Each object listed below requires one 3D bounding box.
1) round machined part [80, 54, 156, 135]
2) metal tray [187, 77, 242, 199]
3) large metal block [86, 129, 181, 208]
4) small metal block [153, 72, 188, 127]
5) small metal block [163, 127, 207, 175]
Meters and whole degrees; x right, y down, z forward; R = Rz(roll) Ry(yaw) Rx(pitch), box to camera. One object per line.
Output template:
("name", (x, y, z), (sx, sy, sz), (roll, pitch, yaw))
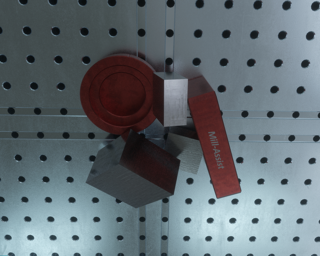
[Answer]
("round machined part", (-0.046, -0.044, 0.387), (0.099, 0.042, 0.097), (0, 110, -1))
("metal tray", (0.062, 0.009, 0.383), (0.030, 0.090, 0.129), (-17, 110, 6))
("large metal block", (-0.034, 0.056, 0.396), (0.080, 0.050, 0.080), (34, 139, -23))
("small metal block", (0.010, -0.034, 0.344), (0.025, 0.050, 0.050), (-5, 109, -14))
("small metal block", (0.033, 0.030, 0.419), (0.050, 0.025, 0.050), (15, 114, 5))
